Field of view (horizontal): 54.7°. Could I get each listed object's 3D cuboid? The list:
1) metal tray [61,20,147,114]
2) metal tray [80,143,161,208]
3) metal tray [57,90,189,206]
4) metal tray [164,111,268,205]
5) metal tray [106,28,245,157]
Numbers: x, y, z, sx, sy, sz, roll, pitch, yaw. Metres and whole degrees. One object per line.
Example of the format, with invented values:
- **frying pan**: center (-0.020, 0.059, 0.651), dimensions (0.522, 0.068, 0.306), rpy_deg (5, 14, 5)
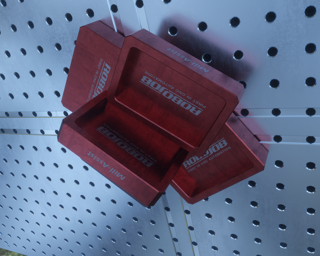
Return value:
- **metal tray**: center (-0.073, -0.060, 0.407), dimensions (0.090, 0.030, 0.129), rpy_deg (33, 129, 5)
- **metal tray**: center (-0.056, 0.058, 0.447), dimensions (0.130, 0.030, 0.090), rpy_deg (36, 154, 3)
- **metal tray**: center (-0.038, 0.018, 0.359), dimensions (0.130, 0.090, 0.030), rpy_deg (35, 129, 4)
- **metal tray**: center (0.057, 0.038, 0.398), dimensions (0.090, 0.030, 0.129), rpy_deg (47, 129, -6)
- **metal tray**: center (0.012, -0.037, 0.338), dimensions (0.130, 0.030, 0.089), rpy_deg (31, 128, 7)
